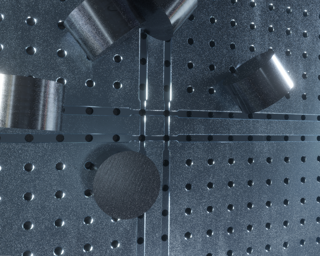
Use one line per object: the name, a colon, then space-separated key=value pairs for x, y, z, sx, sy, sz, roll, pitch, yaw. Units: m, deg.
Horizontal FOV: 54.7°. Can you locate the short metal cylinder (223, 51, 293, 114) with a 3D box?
short metal cylinder: x=0.137 y=-0.064 z=0.435 sx=0.080 sy=0.080 sz=0.050 roll=-41 pitch=104 yaw=-16

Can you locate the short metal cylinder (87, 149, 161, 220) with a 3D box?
short metal cylinder: x=-0.046 y=0.066 z=0.383 sx=0.081 sy=0.050 sz=0.079 roll=0 pitch=90 yaw=-21

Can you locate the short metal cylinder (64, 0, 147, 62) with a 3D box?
short metal cylinder: x=-0.063 y=-0.121 z=0.361 sx=0.080 sy=0.080 sz=0.050 roll=-40 pitch=103 yaw=-16

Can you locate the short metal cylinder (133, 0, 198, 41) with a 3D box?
short metal cylinder: x=-0.001 y=-0.156 z=0.384 sx=0.080 sy=0.080 sz=0.050 roll=41 pitch=77 yaw=-16

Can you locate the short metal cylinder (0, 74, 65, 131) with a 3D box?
short metal cylinder: x=-0.145 y=-0.025 z=0.330 sx=0.081 sy=0.080 sz=0.050 roll=5 pitch=89 yaw=-20
